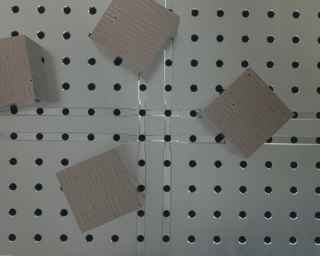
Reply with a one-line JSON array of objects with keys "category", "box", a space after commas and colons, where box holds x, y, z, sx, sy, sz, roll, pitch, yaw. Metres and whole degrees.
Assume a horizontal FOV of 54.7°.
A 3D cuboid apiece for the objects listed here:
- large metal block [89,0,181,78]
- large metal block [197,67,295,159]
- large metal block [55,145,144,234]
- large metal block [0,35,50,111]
[{"category": "large metal block", "box": [-0.031, -0.123, 0.400, 0.080, 0.050, 0.080, 32, 90, -1]}, {"category": "large metal block", "box": [0.108, -0.018, 0.402, 0.080, 0.050, 0.080, -43, 91, 0]}, {"category": "large metal block", "box": [-0.074, 0.075, 0.400, 0.080, 0.050, 0.080, -23, 90, -1]}, {"category": "large metal block", "box": [-0.197, -0.067, 0.398, 0.080, 0.050, 0.080, -10, 90, -1]}]
